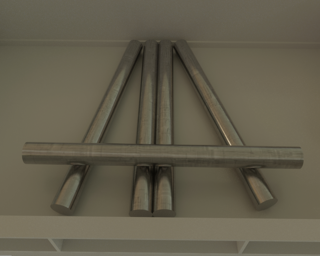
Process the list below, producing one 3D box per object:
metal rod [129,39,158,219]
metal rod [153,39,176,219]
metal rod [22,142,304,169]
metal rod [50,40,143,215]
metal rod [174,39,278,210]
[{"bbox_3d":[-0.017,-0.023,0.423,0.025,0.025,0.300,1,50,1],"label":"metal rod"},{"bbox_3d":[0.007,-0.024,0.423,0.025,0.025,0.300,1,50,1],"label":"metal rod"},{"bbox_3d":[0.003,0.030,0.344,0.302,0.025,0.025,1,50,1],"label":"metal rod"},{"bbox_3d":[-0.073,-0.025,0.424,0.025,0.025,0.300,10,51,8],"label":"metal rod"},{"bbox_3d":[0.075,-0.028,0.427,0.025,0.025,0.300,-12,51,-10],"label":"metal rod"}]
